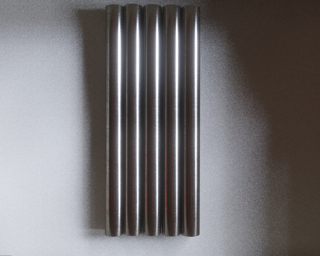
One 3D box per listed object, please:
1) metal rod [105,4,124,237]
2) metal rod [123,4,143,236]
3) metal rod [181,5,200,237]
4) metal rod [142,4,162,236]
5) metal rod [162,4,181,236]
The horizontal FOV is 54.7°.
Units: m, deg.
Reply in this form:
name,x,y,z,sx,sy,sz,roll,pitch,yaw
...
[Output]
name,x,y,z,sx,sy,sz,roll,pitch,yaw
metal rod,-0.060,-0.010,0.410,0.025,0.025,0.298,0,90,0
metal rod,-0.036,-0.011,0.410,0.025,0.025,0.298,0,90,0
metal rod,0.040,-0.009,0.410,0.025,0.025,0.298,0,90,0
metal rod,-0.010,-0.010,0.410,0.025,0.025,0.298,0,90,0
metal rod,0.015,-0.010,0.410,0.025,0.025,0.298,0,90,0
